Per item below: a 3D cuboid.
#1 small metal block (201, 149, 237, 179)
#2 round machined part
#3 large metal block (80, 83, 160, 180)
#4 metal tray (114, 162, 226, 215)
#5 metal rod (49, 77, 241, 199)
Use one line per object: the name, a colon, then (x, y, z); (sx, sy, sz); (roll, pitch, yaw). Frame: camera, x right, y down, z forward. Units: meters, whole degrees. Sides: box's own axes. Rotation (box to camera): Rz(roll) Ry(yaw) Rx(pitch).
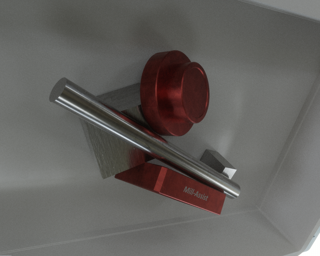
small metal block: (0.083, 0.069, 0.481); (0.025, 0.050, 0.050); (16, 110, -35)
round machined part: (0.023, -0.039, 0.352); (0.099, 0.042, 0.097); (-2, 93, -57)
large metal block: (-0.046, 0.002, 0.368); (0.081, 0.050, 0.079); (-21, 127, -17)
metal tray: (0.016, 0.079, 0.419); (0.131, 0.090, 0.030); (29, 75, -39)
metal rod: (0.009, 0.030, 0.365); (0.301, 0.025, 0.025); (33, 100, -39)
